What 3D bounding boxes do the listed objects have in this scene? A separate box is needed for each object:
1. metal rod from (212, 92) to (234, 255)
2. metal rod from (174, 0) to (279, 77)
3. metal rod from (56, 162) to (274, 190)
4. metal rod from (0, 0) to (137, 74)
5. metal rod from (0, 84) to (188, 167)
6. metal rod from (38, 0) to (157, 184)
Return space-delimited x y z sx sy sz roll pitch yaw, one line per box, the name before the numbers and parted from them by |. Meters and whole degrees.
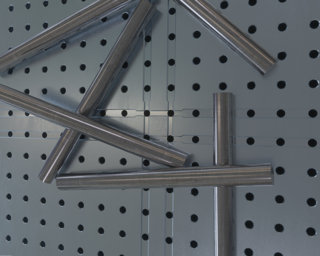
metal rod | 0.079 0.106 0.384 0.025 0.025 0.298 -1 90 20
metal rod | 0.029 -0.174 0.402 0.300 0.025 0.025 46 104 14
metal rod | -0.013 0.065 0.400 0.300 0.025 0.025 -7 88 26
metal rod | -0.148 -0.143 0.459 0.300 0.025 0.025 -20 84 21
metal rod | -0.108 -0.005 0.426 0.301 0.025 0.025 20 97 9
metal rod | -0.095 -0.046 0.446 0.025 0.025 0.299 36 101 16
